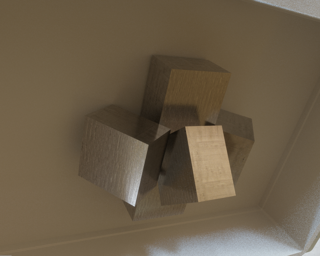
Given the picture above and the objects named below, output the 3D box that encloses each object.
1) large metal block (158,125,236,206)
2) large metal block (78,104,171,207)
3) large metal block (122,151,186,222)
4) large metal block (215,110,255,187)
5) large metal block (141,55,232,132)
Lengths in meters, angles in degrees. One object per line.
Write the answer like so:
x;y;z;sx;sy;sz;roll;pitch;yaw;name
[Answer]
0.036;0.046;0.368;0.050;0.080;0.080;-1;75;-29;large metal block
-0.042;0.029;0.356;0.050;0.080;0.079;-33;142;-56;large metal block
-0.002;0.079;0.439;0.081;0.050;0.079;1;118;-29;large metal block
0.090;0.028;0.429;0.050;0.080;0.079;18;115;6;large metal block
0.029;-0.040;0.379;0.081;0.050;0.079;-2;119;-28;large metal block
